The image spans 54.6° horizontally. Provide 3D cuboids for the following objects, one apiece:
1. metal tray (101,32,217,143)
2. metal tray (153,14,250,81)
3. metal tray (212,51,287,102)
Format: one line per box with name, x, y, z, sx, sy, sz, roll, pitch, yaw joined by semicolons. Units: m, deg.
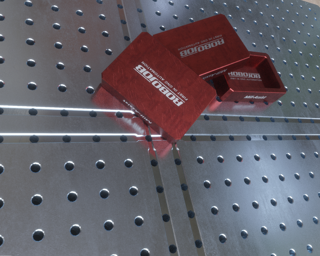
metal tray;-0.002;-0.054;0.415;0.130;0.030;0.090;40;74;-1
metal tray;0.062;-0.119;0.483;0.131;0.030;0.090;-22;73;-16
metal tray;0.149;-0.091;0.539;0.131;0.030;0.090;-2;63;-29
